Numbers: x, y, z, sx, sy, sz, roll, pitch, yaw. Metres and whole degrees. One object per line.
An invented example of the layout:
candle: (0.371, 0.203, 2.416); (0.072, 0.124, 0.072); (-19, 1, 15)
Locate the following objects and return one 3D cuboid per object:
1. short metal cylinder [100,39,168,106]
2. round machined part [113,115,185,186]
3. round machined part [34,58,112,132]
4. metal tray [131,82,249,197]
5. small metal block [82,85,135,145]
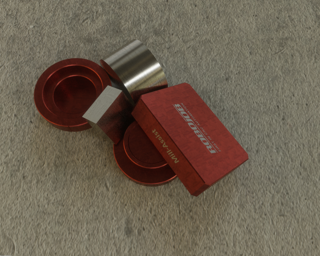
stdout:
short metal cylinder: (-0.034, -0.068, 0.405); (0.050, 0.080, 0.080); (-36, 74, -12)
round machined part: (-0.010, 0.022, 0.392); (0.099, 0.042, 0.098); (0, 70, -1)
round machined part: (-0.111, -0.040, 0.414); (0.099, 0.042, 0.098); (0, 70, -1)
metal tray: (0.037, 0.008, 0.381); (0.091, 0.030, 0.130); (-22, 68, -42)
small metal block: (-0.059, -0.015, 0.382); (0.025, 0.050, 0.050); (23, 69, 34)
